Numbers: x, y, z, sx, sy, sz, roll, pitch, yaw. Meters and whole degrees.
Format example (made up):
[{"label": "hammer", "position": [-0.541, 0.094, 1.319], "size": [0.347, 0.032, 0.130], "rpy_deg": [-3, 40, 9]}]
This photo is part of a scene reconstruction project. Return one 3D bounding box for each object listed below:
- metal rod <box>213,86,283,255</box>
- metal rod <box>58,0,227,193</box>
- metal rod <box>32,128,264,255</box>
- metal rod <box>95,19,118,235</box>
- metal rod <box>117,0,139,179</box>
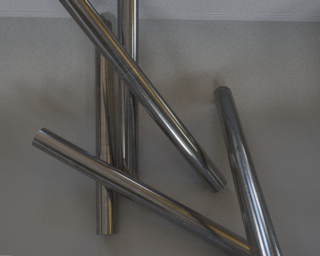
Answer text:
[{"label": "metal rod", "position": [0.088, 0.052, 0.319], "size": [0.025, 0.025, 0.300], "rpy_deg": [0, 42, 0]}, {"label": "metal rod", "position": [-0.018, -0.042, 0.355], "size": [0.025, 0.025, 0.300], "rpy_deg": [-41, 102, -14]}, {"label": "metal rod", "position": [-0.010, 0.083, 0.359], "size": [0.301, 0.025, 0.025], "rpy_deg": [29, 72, 2]}, {"label": "metal rod", "position": [-0.073, -0.015, 0.414], "size": [0.025, 0.025, 0.299], "rpy_deg": [-4, 70, -2]}, {"label": "metal rod", "position": [-0.038, -0.081, 0.374], "size": [0.025, 0.025, 0.298], "rpy_deg": [0, 95, 0]}]
